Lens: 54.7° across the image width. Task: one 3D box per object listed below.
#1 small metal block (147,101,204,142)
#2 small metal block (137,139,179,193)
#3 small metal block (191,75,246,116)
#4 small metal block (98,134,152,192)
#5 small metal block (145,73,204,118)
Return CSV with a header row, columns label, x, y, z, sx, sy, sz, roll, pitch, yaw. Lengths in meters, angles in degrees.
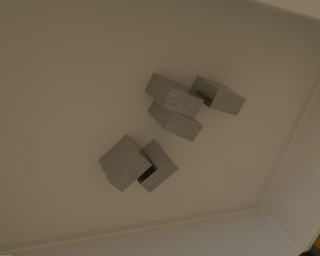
label,x,y,z,sx,sy,sz,roll,pitch,yaw
small metal block,0.019,-0.012,0.397,0.050,0.050,0.025,24,105,-37
small metal block,-0.011,0.051,0.420,0.050,0.050,0.025,-40,130,-2
small metal block,0.075,-0.043,0.409,0.050,0.050,0.025,12,112,-34
small metal block,-0.045,0.044,0.396,0.050,0.050,0.025,-42,130,1
small metal block,0.017,-0.040,0.379,0.050,0.050,0.025,16,110,-35
